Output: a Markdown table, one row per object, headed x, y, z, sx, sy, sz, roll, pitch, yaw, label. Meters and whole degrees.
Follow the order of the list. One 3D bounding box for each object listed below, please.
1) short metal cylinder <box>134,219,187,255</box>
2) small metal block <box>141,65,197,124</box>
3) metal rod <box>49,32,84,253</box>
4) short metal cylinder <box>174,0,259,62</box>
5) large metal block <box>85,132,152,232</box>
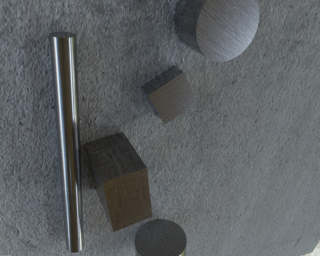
| x | y | z | sx | sy | sz | roll | pitch | yaw | label |
| --- | --- | --- | --- | --- | --- | --- | --- | --- | --- |
| 0.001 | 0.193 | 0.491 | 0.081 | 0.080 | 0.050 | -14 | 124 | -21 | short metal cylinder |
| 0.012 | -0.041 | 0.388 | 0.050 | 0.025 | 0.050 | -35 | 129 | -5 | small metal block |
| -0.108 | 0.039 | 0.371 | 0.025 | 0.025 | 0.298 | -8 | 122 | -24 | metal rod |
| 0.063 | -0.121 | 0.350 | 0.081 | 0.050 | 0.079 | -14 | 124 | -21 | short metal cylinder |
| -0.051 | 0.064 | 0.383 | 0.050 | 0.080 | 0.079 | -17 | 125 | -19 | large metal block |
